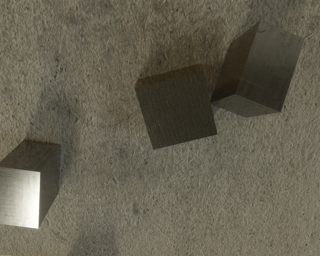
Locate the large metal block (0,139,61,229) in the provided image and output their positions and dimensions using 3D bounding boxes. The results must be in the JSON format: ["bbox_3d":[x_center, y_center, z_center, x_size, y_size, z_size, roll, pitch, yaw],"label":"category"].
[{"bbox_3d":[-0.169,0.070,0.405,0.050,0.080,0.079,9,110,-3],"label":"large metal block"}]

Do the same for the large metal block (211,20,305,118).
[{"bbox_3d":[0.103,-0.060,0.345,0.050,0.080,0.080,21,85,-8],"label":"large metal block"}]

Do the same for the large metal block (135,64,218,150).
[{"bbox_3d":[0.020,-0.027,0.386,0.080,0.050,0.080,-14,110,5],"label":"large metal block"}]
